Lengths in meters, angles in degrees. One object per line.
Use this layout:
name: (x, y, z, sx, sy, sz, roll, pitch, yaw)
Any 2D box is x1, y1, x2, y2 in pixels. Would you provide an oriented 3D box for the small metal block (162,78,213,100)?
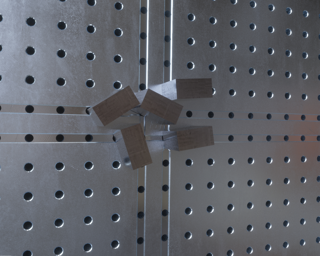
small metal block: (0.035, -0.050, 0.413, 0.050, 0.050, 0.025, -5, 92, -20)

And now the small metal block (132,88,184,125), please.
small metal block: (-0.006, -0.026, 0.398, 0.050, 0.050, 0.025, 25, 82, -19)

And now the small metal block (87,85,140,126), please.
small metal block: (-0.058, -0.026, 0.379, 0.050, 0.050, 0.025, -34, 102, -17)

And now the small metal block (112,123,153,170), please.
small metal block: (-0.036, 0.022, 0.387, 0.025, 0.050, 0.050, -19, 97, -19)

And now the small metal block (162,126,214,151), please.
small metal block: (0.037, 0.013, 0.414, 0.050, 0.050, 0.025, -9, 93, -20)
